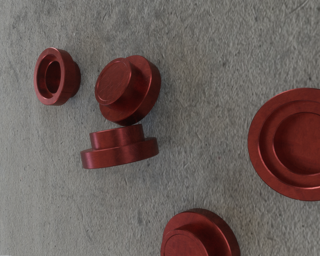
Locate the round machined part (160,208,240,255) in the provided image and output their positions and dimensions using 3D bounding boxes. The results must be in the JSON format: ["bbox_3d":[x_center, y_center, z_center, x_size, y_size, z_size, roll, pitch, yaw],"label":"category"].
[{"bbox_3d":[0.039,0.147,0.361,0.098,0.042,0.097,0,90,40],"label":"round machined part"}]

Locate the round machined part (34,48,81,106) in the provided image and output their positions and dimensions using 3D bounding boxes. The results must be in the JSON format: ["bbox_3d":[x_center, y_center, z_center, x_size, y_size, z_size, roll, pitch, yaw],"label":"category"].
[{"bbox_3d":[-0.175,-0.087,0.539,0.098,0.042,0.097,0,90,40],"label":"round machined part"}]

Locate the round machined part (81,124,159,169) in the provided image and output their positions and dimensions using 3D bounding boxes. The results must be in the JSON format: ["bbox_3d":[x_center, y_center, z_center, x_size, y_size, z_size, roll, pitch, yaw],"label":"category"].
[{"bbox_3d":[-0.053,0.021,0.399,0.098,0.099,0.042,-9,92,39],"label":"round machined part"}]

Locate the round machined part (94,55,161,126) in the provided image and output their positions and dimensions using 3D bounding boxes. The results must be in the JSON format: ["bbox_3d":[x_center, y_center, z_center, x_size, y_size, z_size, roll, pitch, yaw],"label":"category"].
[{"bbox_3d":[-0.050,-0.055,0.417,0.098,0.042,0.098,-18,60,35],"label":"round machined part"}]

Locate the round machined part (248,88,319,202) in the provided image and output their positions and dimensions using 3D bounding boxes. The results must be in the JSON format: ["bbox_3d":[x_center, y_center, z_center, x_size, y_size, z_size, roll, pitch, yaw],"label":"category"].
[{"bbox_3d":[0.135,0.014,0.282,0.098,0.042,0.097,0,90,40],"label":"round machined part"}]
